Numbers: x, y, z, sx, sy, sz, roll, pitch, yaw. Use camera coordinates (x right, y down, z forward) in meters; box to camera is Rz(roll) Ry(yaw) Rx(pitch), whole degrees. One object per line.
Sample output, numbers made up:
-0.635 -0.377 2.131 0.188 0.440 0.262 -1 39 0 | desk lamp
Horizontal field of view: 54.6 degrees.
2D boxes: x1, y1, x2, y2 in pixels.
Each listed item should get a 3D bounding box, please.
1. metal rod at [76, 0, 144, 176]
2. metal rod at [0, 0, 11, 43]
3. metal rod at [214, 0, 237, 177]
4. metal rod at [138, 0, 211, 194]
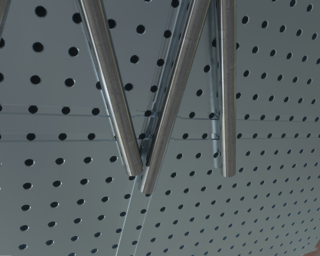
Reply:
-0.057 -0.062 0.340 0.025 0.025 0.298 -22 127 -15 | metal rod
-0.163 -0.065 0.281 0.025 0.025 0.298 13 112 -34 | metal rod
0.093 -0.047 0.431 0.025 0.025 0.298 -21 127 -16 | metal rod
0.017 -0.042 0.393 0.025 0.025 0.298 1 118 -29 | metal rod
